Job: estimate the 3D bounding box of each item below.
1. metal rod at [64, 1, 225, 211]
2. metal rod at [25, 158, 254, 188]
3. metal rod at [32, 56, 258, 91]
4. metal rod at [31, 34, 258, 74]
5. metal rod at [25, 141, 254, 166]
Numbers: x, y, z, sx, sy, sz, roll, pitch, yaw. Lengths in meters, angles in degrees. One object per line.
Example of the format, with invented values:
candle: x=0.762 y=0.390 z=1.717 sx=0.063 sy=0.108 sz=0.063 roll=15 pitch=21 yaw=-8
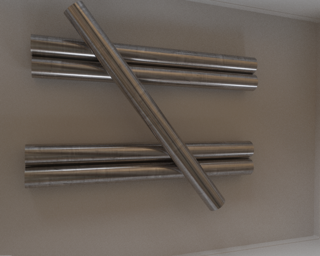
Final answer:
metal rod: x=-0.011 y=-0.017 z=0.379 sx=0.025 sy=0.025 sz=0.299 roll=-40 pitch=103 yaw=-16
metal rod: x=-0.011 y=0.056 z=0.404 sx=0.302 sy=0.025 sz=0.025 roll=0 pitch=90 yaw=-20
metal rod: x=-0.005 y=-0.068 z=0.407 sx=0.302 sy=0.025 sz=0.025 roll=1 pitch=90 yaw=-20
metal rod: x=-0.005 y=-0.093 z=0.406 sx=0.302 sy=0.025 sz=0.025 roll=1 pitch=90 yaw=-20
metal rod: x=-0.011 y=0.031 z=0.404 sx=0.302 sy=0.025 sz=0.025 roll=0 pitch=90 yaw=-20
